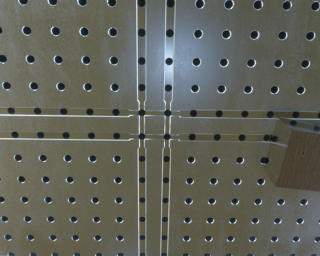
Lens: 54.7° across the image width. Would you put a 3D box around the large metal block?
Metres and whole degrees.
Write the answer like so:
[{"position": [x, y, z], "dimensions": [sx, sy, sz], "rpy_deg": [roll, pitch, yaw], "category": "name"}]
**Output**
[{"position": [0.196, 0.036, 0.416], "dimensions": [0.081, 0.050, 0.079], "rpy_deg": [7, 110, -3], "category": "large metal block"}]
